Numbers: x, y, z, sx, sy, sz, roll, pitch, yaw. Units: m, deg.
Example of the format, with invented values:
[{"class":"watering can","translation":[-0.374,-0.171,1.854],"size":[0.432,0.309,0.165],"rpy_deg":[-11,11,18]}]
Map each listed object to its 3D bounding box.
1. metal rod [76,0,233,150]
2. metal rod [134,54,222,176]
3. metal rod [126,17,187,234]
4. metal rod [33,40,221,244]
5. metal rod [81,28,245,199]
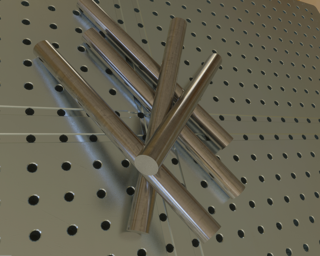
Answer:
[{"class":"metal rod","translation":[-0.009,-0.083,0.455],"size":[0.300,0.025,0.025],"rpy_deg":[45,51,3]},{"class":"metal rod","translation":[0.041,-0.040,0.415],"size":[0.025,0.025,0.301],"rpy_deg":[39,38,-3]},{"class":"metal rod","translation":[0.002,-0.022,0.394],"size":[0.025,0.025,0.299],"rpy_deg":[20,63,-17]},{"class":"metal rod","translation":[-0.048,0.003,0.350],"size":[0.025,0.025,0.300],"rpy_deg":[-31,70,-38]},{"class":"metal rod","translation":[0.002,-0.023,0.424],"size":[0.300,0.025,0.025],"rpy_deg":[47,51,4]}]
